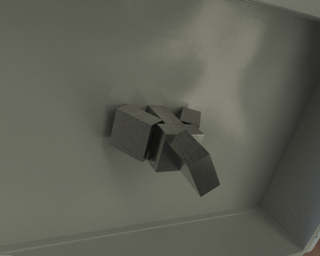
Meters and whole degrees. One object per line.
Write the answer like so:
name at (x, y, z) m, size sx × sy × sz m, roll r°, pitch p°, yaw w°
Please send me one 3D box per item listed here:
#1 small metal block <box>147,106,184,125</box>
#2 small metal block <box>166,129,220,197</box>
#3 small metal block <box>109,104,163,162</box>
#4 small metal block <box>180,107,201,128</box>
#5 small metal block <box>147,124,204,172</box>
small metal block at (0.001, 0.005, 0.393) m, size 0.025 × 0.050 × 0.050 m, roll 1°, pitch 118°, yaw -29°
small metal block at (0.036, 0.037, 0.335) m, size 0.025 × 0.050 × 0.050 m, roll -31°, pitch 128°, yaw -8°
small metal block at (-0.030, 0.006, 0.374) m, size 0.025 × 0.050 × 0.050 m, roll -27°, pitch 138°, yaw -56°
small metal block at (0.034, 0.006, 0.410) m, size 0.025 × 0.050 × 0.050 m, roll 16°, pitch 115°, yaw 2°
small metal block at (0.018, 0.023, 0.364) m, size 0.050 × 0.025 × 0.050 m, roll 1°, pitch 118°, yaw -29°
